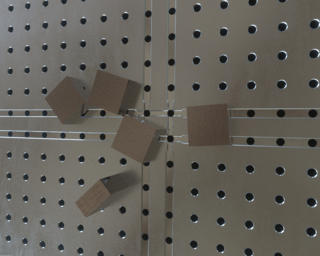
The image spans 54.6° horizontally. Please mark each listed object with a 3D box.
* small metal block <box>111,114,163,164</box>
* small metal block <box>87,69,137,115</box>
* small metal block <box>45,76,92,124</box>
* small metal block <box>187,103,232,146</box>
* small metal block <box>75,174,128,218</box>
[{"bbox_3d":[-0.031,0.014,0.424,0.050,0.025,0.050,26,99,18],"label":"small metal block"},{"bbox_3d":[-0.068,-0.050,0.437,0.050,0.025,0.050,21,97,18],"label":"small metal block"},{"bbox_3d":[-0.134,-0.040,0.461,0.050,0.025,0.050,-41,77,15],"label":"small metal block"},{"bbox_3d":[0.062,-0.003,0.391,0.050,0.025,0.050,-3,89,20],"label":"small metal block"},{"bbox_3d":[-0.079,0.092,0.428,0.050,0.050,0.025,-43,77,15],"label":"small metal block"}]
